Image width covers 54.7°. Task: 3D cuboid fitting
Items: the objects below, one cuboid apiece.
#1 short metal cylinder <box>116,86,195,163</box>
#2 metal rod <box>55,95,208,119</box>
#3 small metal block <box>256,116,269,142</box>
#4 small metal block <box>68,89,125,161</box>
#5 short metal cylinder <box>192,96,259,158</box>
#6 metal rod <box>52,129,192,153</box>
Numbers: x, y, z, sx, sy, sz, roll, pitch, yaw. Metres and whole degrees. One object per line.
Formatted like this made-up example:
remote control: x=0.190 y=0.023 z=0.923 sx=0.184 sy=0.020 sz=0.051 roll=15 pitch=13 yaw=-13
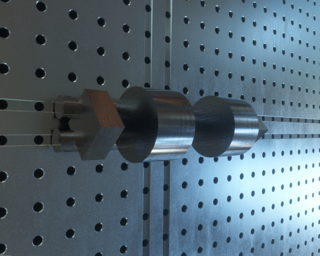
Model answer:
short metal cylinder: x=-0.008 y=-0.003 z=0.338 sx=0.050 sy=0.080 sz=0.080 roll=1 pitch=90 yaw=-40
metal rod: x=0.011 y=-0.020 z=0.419 sx=0.302 sy=0.025 sz=0.025 roll=1 pitch=90 yaw=-40
small metal block: x=0.126 y=0.000 z=0.469 sx=0.025 sy=0.050 sz=0.050 roll=1 pitch=49 yaw=-40
small metal block: x=-0.065 y=-0.003 z=0.309 sx=0.025 sy=0.050 sz=0.050 roll=1 pitch=47 yaw=-40
short metal cylinder: x=0.083 y=-0.002 z=0.414 sx=0.050 sy=0.080 sz=0.080 roll=1 pitch=90 yaw=-40
metal rod: x=0.009 y=0.015 z=0.417 sx=0.302 sy=0.025 sz=0.025 roll=1 pitch=90 yaw=-40
